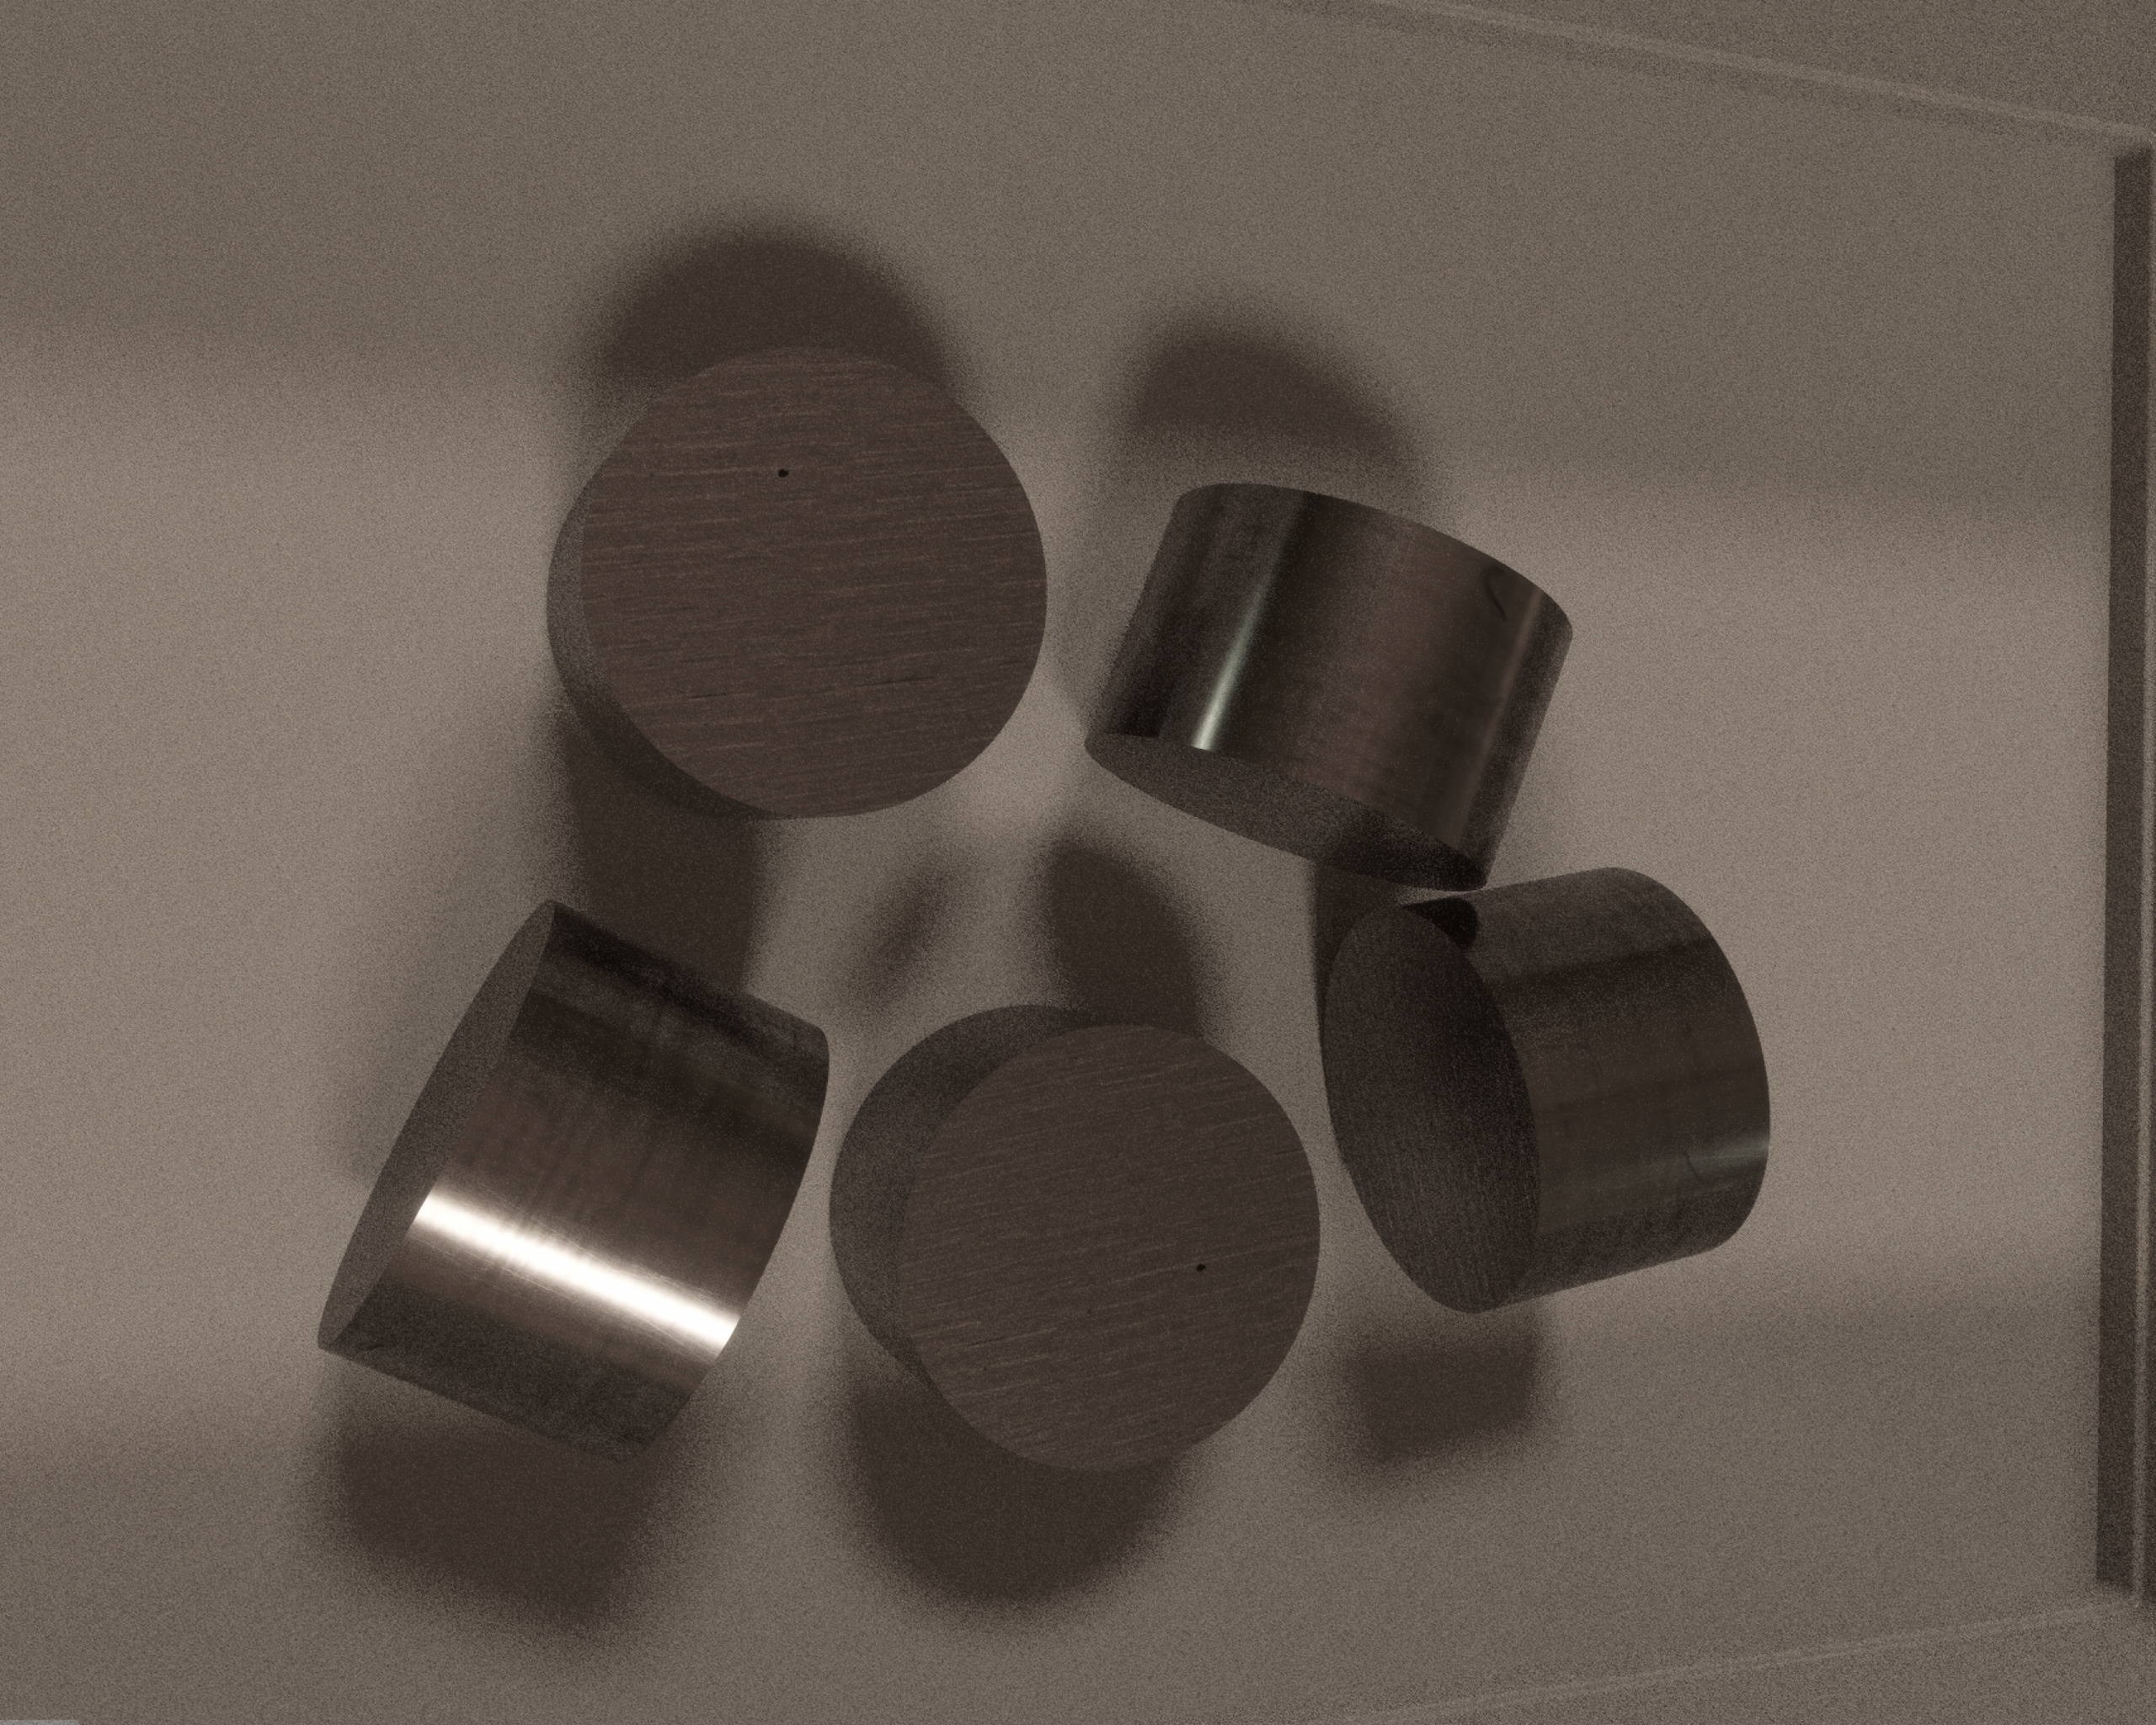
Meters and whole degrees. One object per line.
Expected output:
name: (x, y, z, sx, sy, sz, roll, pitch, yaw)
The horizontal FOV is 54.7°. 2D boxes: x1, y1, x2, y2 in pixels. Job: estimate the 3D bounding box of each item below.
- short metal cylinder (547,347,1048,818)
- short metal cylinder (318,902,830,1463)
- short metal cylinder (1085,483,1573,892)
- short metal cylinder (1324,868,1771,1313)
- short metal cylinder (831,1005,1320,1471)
short metal cylinder: (-0.052, -0.048, 0.377, 0.081, 0.050, 0.079, 0, 90, -21)
short metal cylinder: (-0.084, 0.053, 0.349, 0.050, 0.080, 0.080, 29, 81, -18)
short metal cylinder: (0.048, -0.032, 0.400, 0.080, 0.080, 0.050, 23, 83, -19)
short metal cylinder: (0.090, 0.044, 0.414, 0.050, 0.080, 0.079, -10, 94, -20)
short metal cylinder: (-0.002, 0.069, 0.396, 0.081, 0.050, 0.079, 0, 90, -21)
